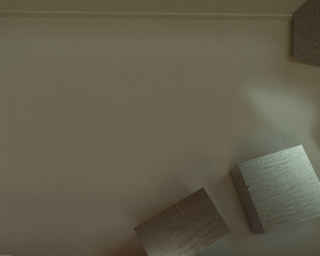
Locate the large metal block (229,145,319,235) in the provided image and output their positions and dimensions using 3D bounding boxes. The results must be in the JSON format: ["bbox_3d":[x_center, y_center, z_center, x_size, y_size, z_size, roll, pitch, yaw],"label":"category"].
[{"bbox_3d":[0.140,0.075,0.370,0.081,0.050,0.080,-16,71,-6],"label":"large metal block"}]

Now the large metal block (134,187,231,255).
[{"bbox_3d":[0.022,0.113,0.339,0.080,0.080,0.050,-28,73,-10],"label":"large metal block"}]

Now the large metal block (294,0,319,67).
[{"bbox_3d":[0.234,-0.143,0.428,0.050,0.080,0.080,14,70,-14],"label":"large metal block"}]
